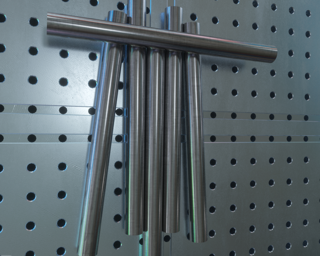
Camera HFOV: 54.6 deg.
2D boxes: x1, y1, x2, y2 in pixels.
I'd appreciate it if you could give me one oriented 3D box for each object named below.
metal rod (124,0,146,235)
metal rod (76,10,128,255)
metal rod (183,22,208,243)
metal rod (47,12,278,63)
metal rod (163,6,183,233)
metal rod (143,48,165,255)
[{"bbox_3d":[-0.032,-0.015,0.401,0.025,0.025,0.298,1,90,-20],"label":"metal rod"},{"bbox_3d":[-0.071,0.005,0.385,0.025,0.025,0.299,8,87,-20],"label":"metal rod"},{"bbox_3d":[0.048,0.006,0.430,0.025,0.025,0.298,-2,91,-20],"label":"metal rod"},{"bbox_3d":[0.018,-0.110,0.392,0.302,0.025,0.025,2,90,-20],"label":"metal rod"},{"bbox_3d":[0.016,-0.011,0.420,0.025,0.025,0.298,1,90,-20],"label":"metal rod"},{"bbox_3d":[-0.008,0.041,0.409,0.025,0.025,0.298,1,90,-20],"label":"metal rod"}]
